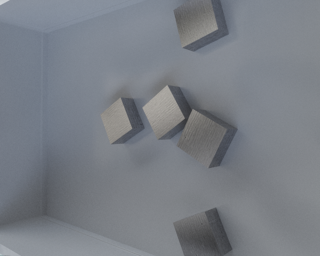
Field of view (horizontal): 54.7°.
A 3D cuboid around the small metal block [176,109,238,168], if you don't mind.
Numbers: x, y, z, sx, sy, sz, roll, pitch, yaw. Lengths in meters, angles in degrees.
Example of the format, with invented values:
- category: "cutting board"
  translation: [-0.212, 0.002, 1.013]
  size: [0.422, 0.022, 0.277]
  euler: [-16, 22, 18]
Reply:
- category: "small metal block"
  translation: [0.054, 0.011, 0.362]
  size: [0.050, 0.025, 0.050]
  euler: [35, 111, 34]

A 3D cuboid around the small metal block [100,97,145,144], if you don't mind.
- category: "small metal block"
  translation: [-0.056, -0.010, 0.453]
  size: [0.050, 0.025, 0.050]
  euler: [-34, 69, 34]

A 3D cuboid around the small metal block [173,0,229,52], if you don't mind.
- category: "small metal block"
  translation: [0.048, -0.126, 0.367]
  size: [0.050, 0.025, 0.050]
  euler: [-19, 78, 38]

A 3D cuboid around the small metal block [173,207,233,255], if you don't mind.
- category: "small metal block"
  translation: [0.049, 0.127, 0.366]
  size: [0.050, 0.025, 0.050]
  euler: [-31, 71, 35]

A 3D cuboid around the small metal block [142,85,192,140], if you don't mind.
- category: "small metal block"
  translation: [0.011, -0.019, 0.398]
  size: [0.050, 0.025, 0.050]
  euler: [-39, 66, 33]
